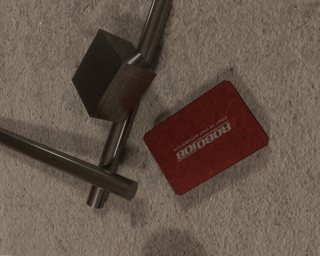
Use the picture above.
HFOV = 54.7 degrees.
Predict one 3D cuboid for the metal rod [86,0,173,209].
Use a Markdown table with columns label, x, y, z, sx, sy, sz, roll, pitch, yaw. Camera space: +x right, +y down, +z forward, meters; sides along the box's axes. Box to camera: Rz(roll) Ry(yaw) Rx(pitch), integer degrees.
| label | x | y | z | sx | sy | sz | roll | pitch | yaw |
| --- | --- | --- | --- | --- | --- | --- | --- | --- | --- |
| metal rod | -0.044 | -0.031 | 0.423 | 0.025 | 0.025 | 0.298 | 21 | 97 | 18 |

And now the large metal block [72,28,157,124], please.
| label | x | y | z | sx | sy | sz | roll | pitch | yaw |
| --- | --- | --- | --- | --- | --- | --- | --- | --- | --- |
| large metal block | -0.061 | -0.065 | 0.393 | 0.080 | 0.050 | 0.080 | -54 | 48 | 23 |

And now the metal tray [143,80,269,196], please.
| label | x | y | z | sx | sy | sz | roll | pitch | yaw |
| --- | --- | --- | --- | --- | --- | --- | --- | --- | --- |
| metal tray | 0.055 | 0.013 | 0.386 | 0.130 | 0.030 | 0.090 | -34 | 79 | 16 |

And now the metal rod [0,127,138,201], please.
| label | x | y | z | sx | sy | sz | roll | pitch | yaw |
| --- | --- | --- | --- | --- | --- | --- | --- | --- | --- |
| metal rod | -0.165 | 0.039 | 0.448 | 0.301 | 0.025 | 0.025 | 17 | 96 | 25 |
